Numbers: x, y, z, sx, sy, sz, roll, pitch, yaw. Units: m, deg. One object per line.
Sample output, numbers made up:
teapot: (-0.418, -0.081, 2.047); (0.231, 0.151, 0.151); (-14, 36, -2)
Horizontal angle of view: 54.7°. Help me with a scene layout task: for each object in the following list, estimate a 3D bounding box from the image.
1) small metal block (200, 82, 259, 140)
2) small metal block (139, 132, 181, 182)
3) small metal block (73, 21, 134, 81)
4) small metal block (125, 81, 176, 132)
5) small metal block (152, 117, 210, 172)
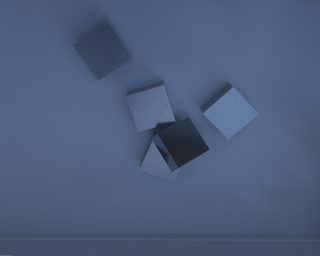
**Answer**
small metal block: (0.090, -0.022, 0.405); (0.050, 0.025, 0.050); (-42, 105, 13)
small metal block: (0.005, 0.040, 0.426); (0.050, 0.025, 0.050); (21, 109, -8)
small metal block: (-0.067, -0.094, 0.376); (0.050, 0.025, 0.050); (-30, 108, 10)
small metal block: (-0.012, -0.028, 0.401); (0.050, 0.025, 0.050); (-16, 110, 5)
small metal block: (0.026, 0.021, 0.397); (0.050, 0.025, 0.050); (-27, 79, -24)
